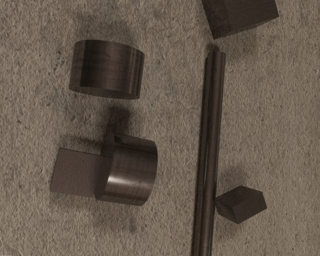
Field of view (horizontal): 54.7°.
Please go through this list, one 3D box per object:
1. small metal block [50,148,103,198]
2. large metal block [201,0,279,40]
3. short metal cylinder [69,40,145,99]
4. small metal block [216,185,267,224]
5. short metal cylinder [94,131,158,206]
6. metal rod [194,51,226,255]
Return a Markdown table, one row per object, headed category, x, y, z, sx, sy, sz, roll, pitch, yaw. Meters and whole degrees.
| category | x | y | z | sx | sy | sz | roll | pitch | yaw |
| --- | --- | --- | --- | --- | --- | --- | --- | --- | --- |
| small metal block | -0.101 | 0.053 | 0.372 | 0.050 | 0.025 | 0.050 | 14 | 85 | -20 |
| large metal block | 0.110 | -0.179 | 0.438 | 0.081 | 0.050 | 0.080 | -21 | 98 | -19 |
| short metal cylinder | -0.061 | -0.064 | 0.358 | 0.081 | 0.080 | 0.050 | 7 | 88 | -20 |
| small metal block | 0.113 | 0.107 | 0.439 | 0.050 | 0.050 | 0.025 | -21 | 98 | -19 |
| short metal cylinder | -0.042 | 0.048 | 0.365 | 0.050 | 0.080 | 0.080 | 14 | 85 | -20 |
| metal rod | 0.070 | 0.043 | 0.436 | 0.025 | 0.025 | 0.298 | 5 | 88 | -20 |
